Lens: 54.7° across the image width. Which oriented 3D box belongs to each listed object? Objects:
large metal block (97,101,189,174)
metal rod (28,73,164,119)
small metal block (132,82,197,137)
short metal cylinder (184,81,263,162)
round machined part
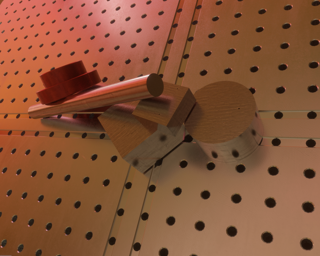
[{"bbox_3d":[-0.021,-0.003,0.401,0.080,0.050,0.080,-39,51,1],"label":"large metal block"},{"bbox_3d":[-0.111,-0.036,0.431,0.300,0.025,0.025,-5,58,45],"label":"metal rod"},{"bbox_3d":[0.005,-0.024,0.352,0.050,0.025,0.050,20,72,35],"label":"small metal block"},{"bbox_3d":[0.074,-0.007,0.357,0.080,0.050,0.080,-13,56,20],"label":"short metal cylinder"},{"bbox_3d":[-0.146,-0.075,0.483,0.098,0.042,0.098,-19,15,6],"label":"round machined part"}]
